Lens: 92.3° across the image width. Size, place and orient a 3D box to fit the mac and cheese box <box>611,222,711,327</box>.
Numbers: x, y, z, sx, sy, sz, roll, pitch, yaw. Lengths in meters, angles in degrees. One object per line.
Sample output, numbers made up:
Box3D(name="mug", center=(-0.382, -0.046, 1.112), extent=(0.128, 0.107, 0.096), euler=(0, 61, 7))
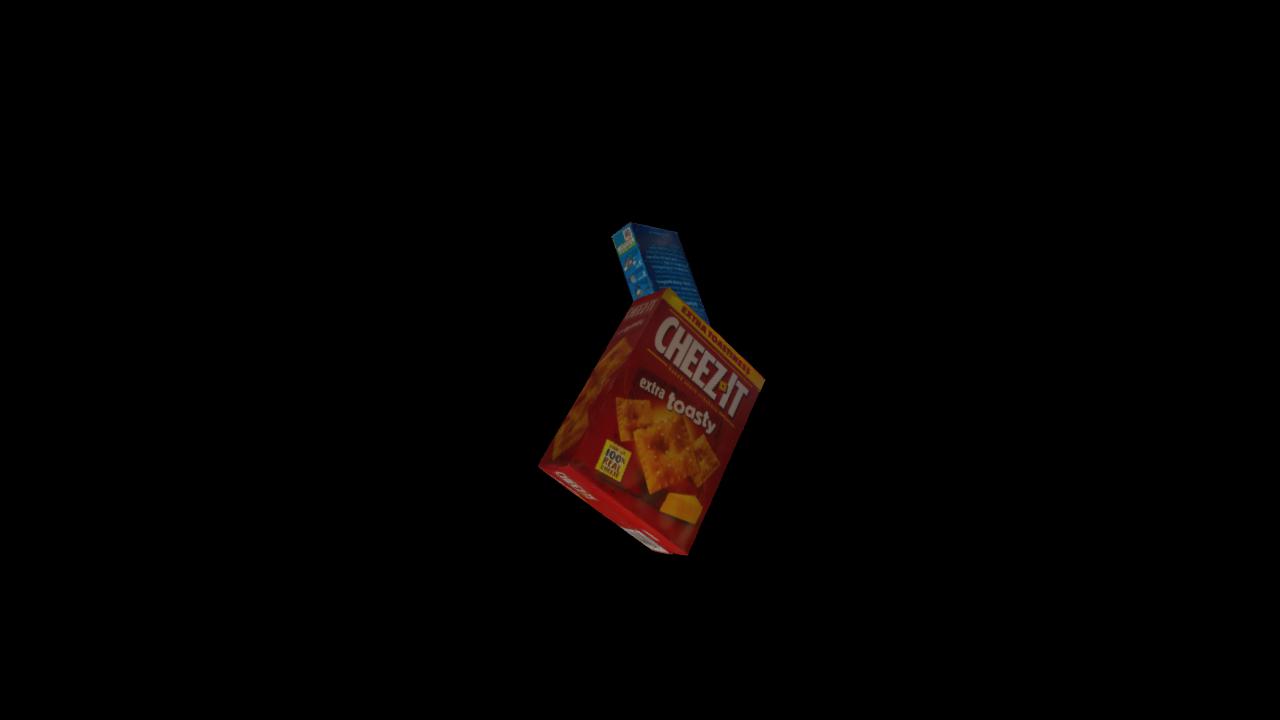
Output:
Box3D(name="mac and cheese box", center=(0.034, -0.069, 0.731), extent=(0.041, 0.184, 0.093), euler=(-27, -16, 37))

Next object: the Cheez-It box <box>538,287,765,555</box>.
Box3D(name="Cheez-It box", center=(0.022, 0.061, 0.638), extent=(0.166, 0.223, 0.071), euler=(42, -30, -23))
